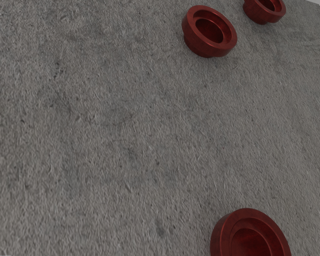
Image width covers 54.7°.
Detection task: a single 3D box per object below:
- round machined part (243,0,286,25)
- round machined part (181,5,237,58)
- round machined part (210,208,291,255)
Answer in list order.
[{"bbox_3d":[0.220,-0.264,0.672,0.099,0.042,0.098,14,56,-21],"label":"round machined part"},{"bbox_3d":[0.080,-0.160,0.533,0.099,0.042,0.098,14,56,-21],"label":"round machined part"},{"bbox_3d":[0.099,0.146,0.357,0.099,0.042,0.098,14,56,-21],"label":"round machined part"}]
